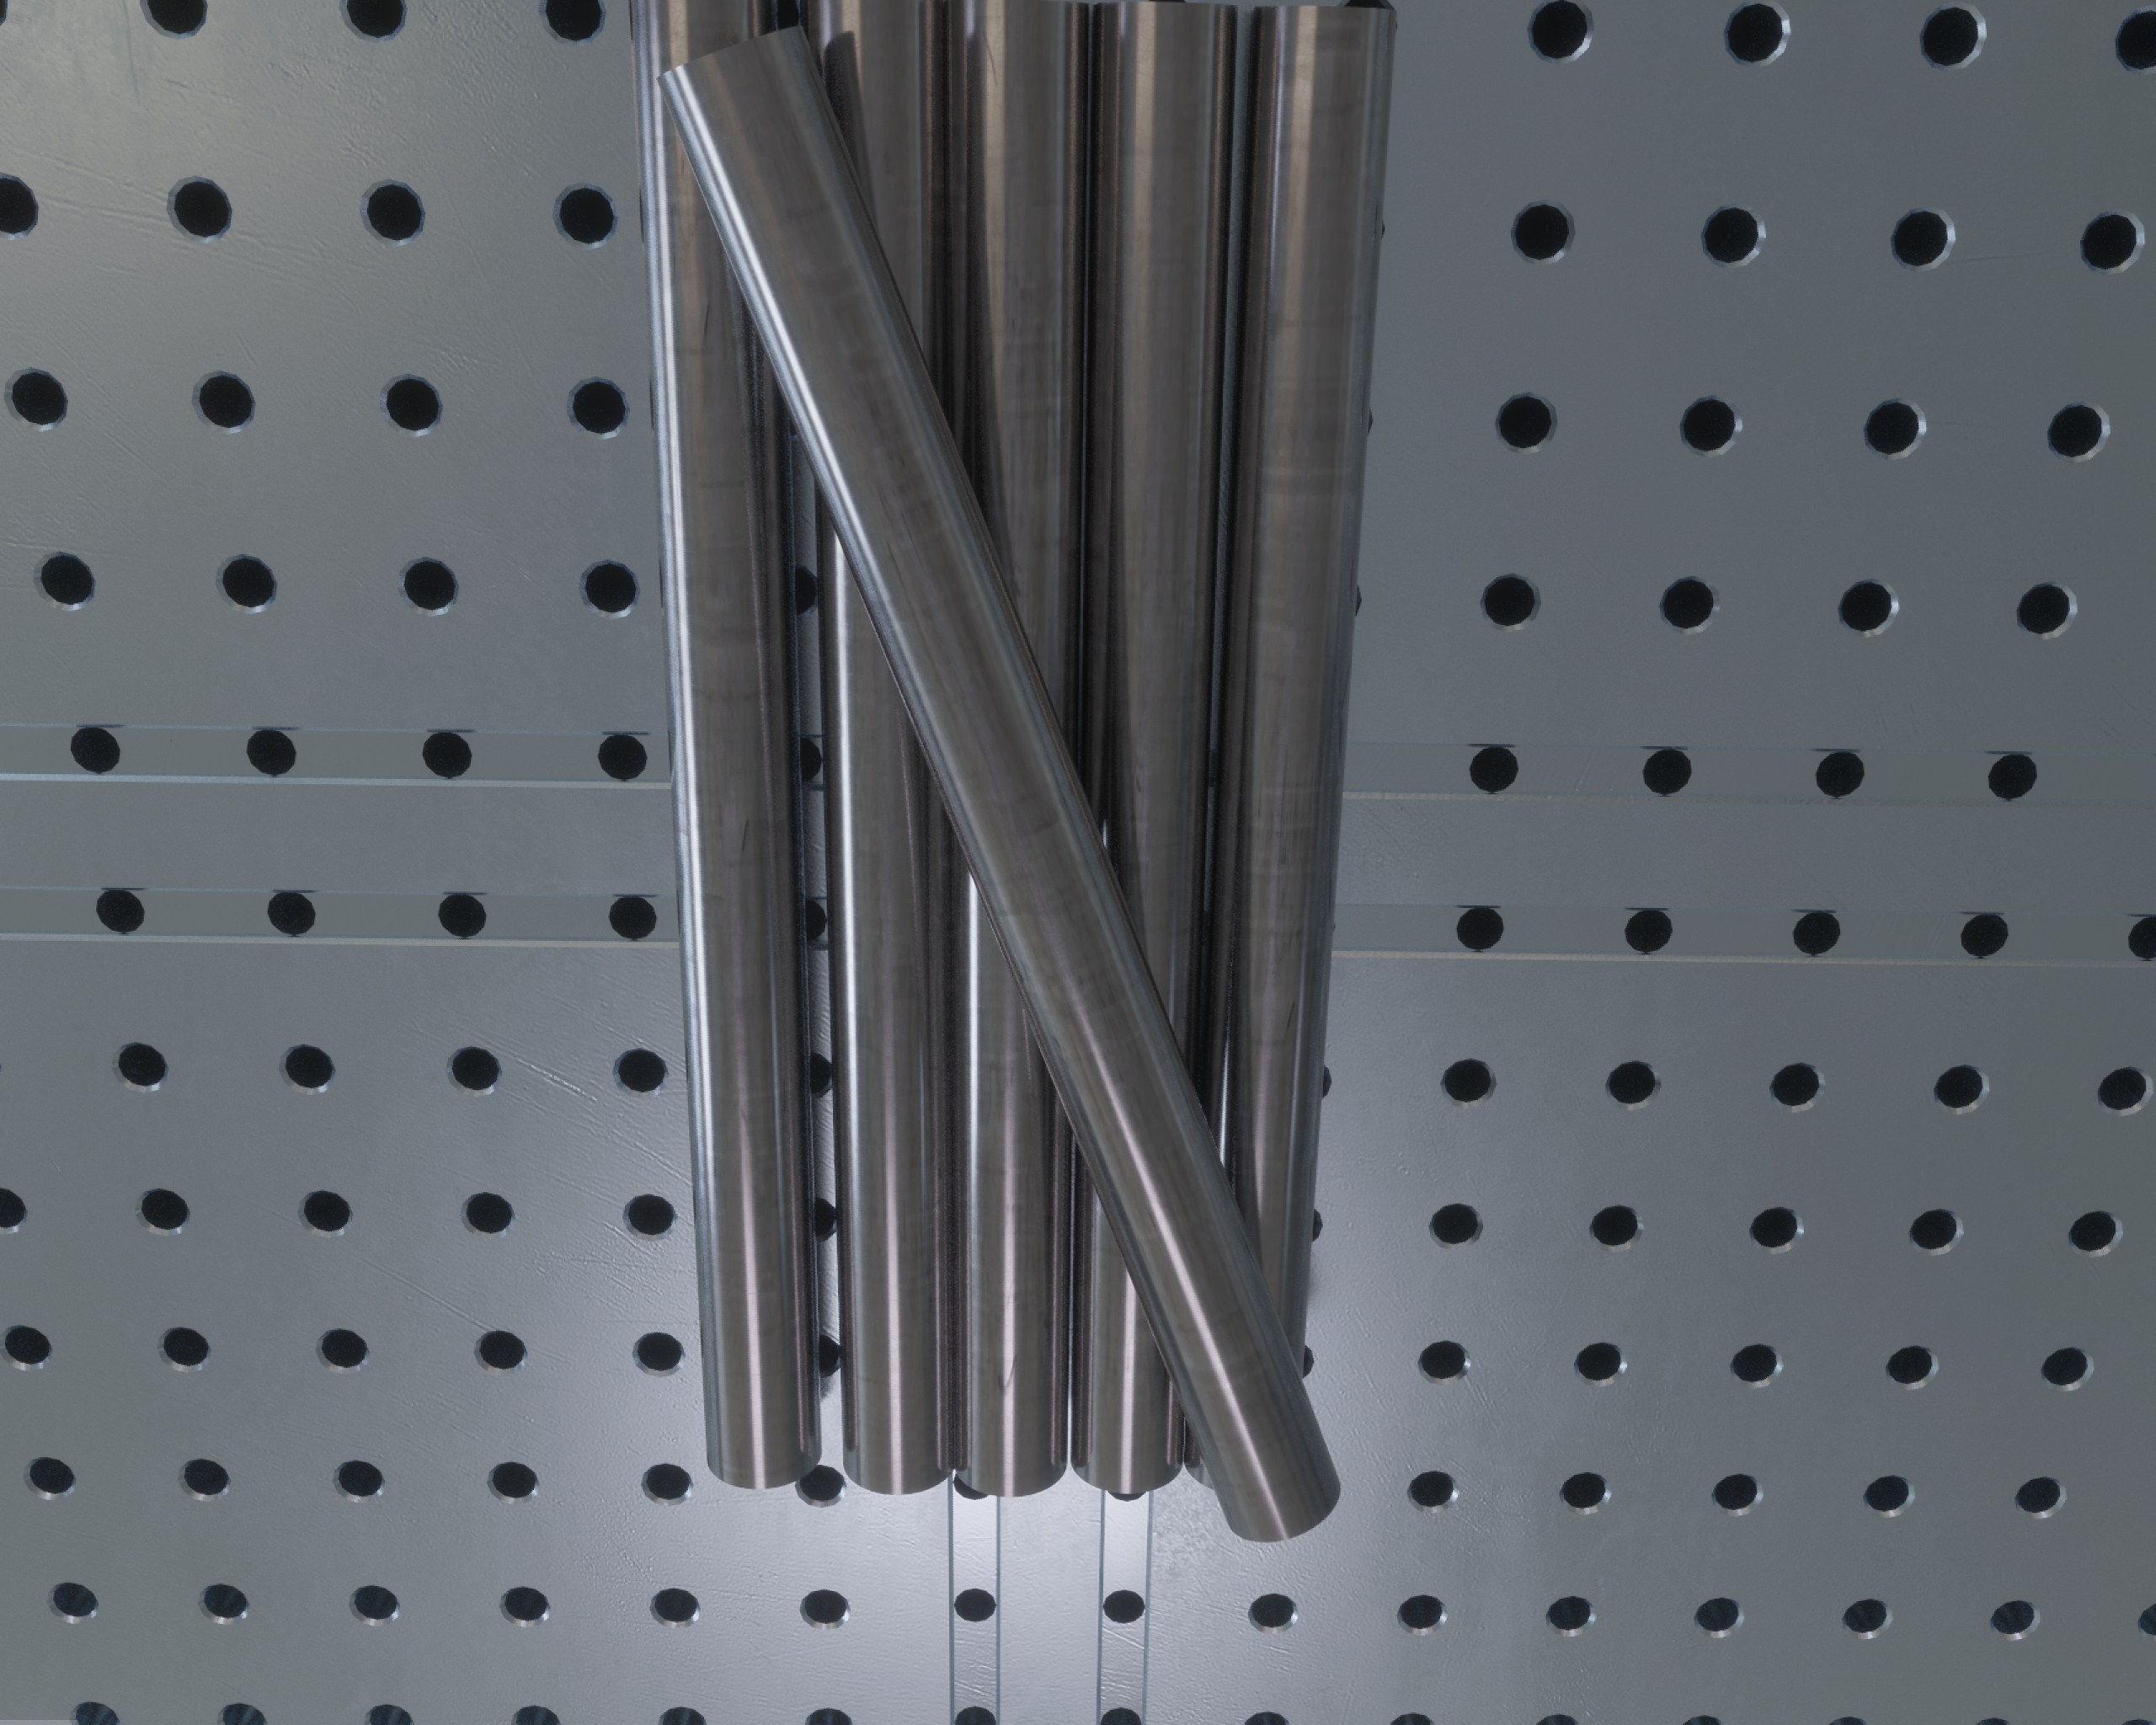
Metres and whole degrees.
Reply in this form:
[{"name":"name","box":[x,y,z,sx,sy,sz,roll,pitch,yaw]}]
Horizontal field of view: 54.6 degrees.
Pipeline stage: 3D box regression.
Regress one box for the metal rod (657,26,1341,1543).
[{"name":"metal rod","box":[-0.007,0.001,0.387,0.025,0.025,0.299,-18,109,6]}]

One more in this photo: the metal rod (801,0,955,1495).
[{"name":"metal rod","box":[-0.037,-0.008,0.409,0.025,0.025,0.298,1,110,0]}]

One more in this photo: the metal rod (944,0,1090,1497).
[{"name":"metal rod","box":[-0.013,-0.008,0.409,0.025,0.025,0.298,1,110,0]}]

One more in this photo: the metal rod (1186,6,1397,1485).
[{"name":"metal rod","box":[0.039,-0.007,0.411,0.025,0.025,0.298,1,110,-1]}]

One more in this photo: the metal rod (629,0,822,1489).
[{"name":"metal rod","box":[-0.067,-0.010,0.408,0.025,0.025,0.298,1,110,0]}]

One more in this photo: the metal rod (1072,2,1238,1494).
[{"name":"metal rod","box":[0.013,-0.008,0.411,0.025,0.025,0.298,1,110,0]}]
